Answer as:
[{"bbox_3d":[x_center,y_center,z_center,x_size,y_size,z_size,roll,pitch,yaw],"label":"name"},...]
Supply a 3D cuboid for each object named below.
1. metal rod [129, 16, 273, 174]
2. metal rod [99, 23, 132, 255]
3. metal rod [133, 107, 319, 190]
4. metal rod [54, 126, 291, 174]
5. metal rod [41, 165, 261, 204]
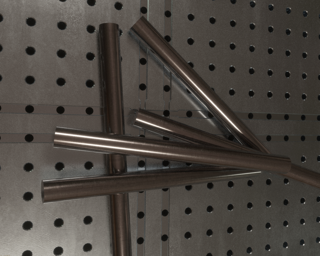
[{"bbox_3d":[0.074,-0.037,0.441,0.300,0.025,0.025,43,76,-15],"label":"metal rod"},{"bbox_3d":[-0.056,0.020,0.392,0.025,0.025,0.298,-4,91,-20],"label":"metal rod"},{"bbox_3d":[0.107,0.034,0.435,0.302,0.025,0.025,19,84,-13],"label":"metal rod"},{"bbox_3d":[0.027,0.030,0.387,0.302,0.025,0.025,8,87,-14],"label":"metal rod"},{"bbox_3d":[0.010,0.064,0.397,0.303,0.025,0.025,-1,91,-28],"label":"metal rod"}]
